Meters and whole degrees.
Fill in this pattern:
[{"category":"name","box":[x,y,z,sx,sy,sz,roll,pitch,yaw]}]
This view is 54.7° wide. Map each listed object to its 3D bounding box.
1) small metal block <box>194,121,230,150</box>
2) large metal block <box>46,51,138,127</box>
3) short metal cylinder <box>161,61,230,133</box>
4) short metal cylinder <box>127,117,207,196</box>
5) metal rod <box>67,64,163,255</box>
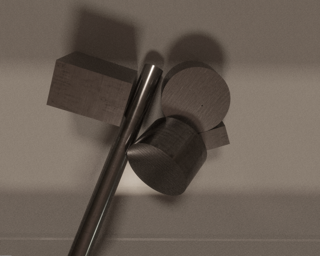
[{"category":"small metal block","box":[0.058,0.007,0.401,0.050,0.050,0.025,-17,110,5]},{"category":"large metal block","box":[-0.075,-0.049,0.363,0.080,0.080,0.050,17,109,-7]},{"category":"short metal cylinder","box":[0.042,-0.040,0.384,0.081,0.050,0.079,0,110,-1]},{"category":"short metal cylinder","box":[0.009,0.034,0.369,0.080,0.050,0.079,23,138,23]},{"category":"metal rod","box":[-0.062,0.064,0.375,0.025,0.025,0.299,22,86,-8]}]
